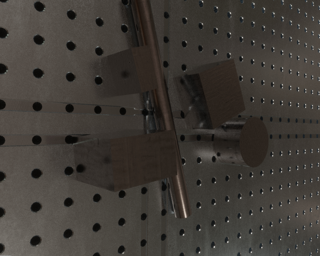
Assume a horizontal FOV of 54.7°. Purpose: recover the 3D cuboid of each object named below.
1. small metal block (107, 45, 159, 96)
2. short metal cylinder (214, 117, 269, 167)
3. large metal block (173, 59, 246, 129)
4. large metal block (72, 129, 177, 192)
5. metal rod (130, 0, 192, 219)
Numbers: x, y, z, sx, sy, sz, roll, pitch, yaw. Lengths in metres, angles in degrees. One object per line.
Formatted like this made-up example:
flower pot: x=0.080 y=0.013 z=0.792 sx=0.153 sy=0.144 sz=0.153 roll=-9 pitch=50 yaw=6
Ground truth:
small metal block: x=-0.033 y=-0.067 z=0.367 sx=0.025 sy=0.050 sz=0.050 roll=-22 pitch=104 yaw=-38
short metal cylinder: x=0.134 y=0.022 z=0.508 sx=0.081 sy=0.050 sz=0.079 roll=0 pitch=90 yaw=-40
large metal block: x=0.075 y=-0.050 z=0.458 sx=0.081 sy=0.050 sz=0.080 roll=-28 pitch=108 yaw=-37
large metal block: x=-0.039 y=0.031 z=0.342 sx=0.081 sy=0.080 sz=0.050 roll=-7 pitch=95 yaw=-40
metal rod: x=0.003 y=-0.022 z=0.413 sx=0.025 sy=0.025 sz=0.298 roll=-20 pitch=103 yaw=-39
